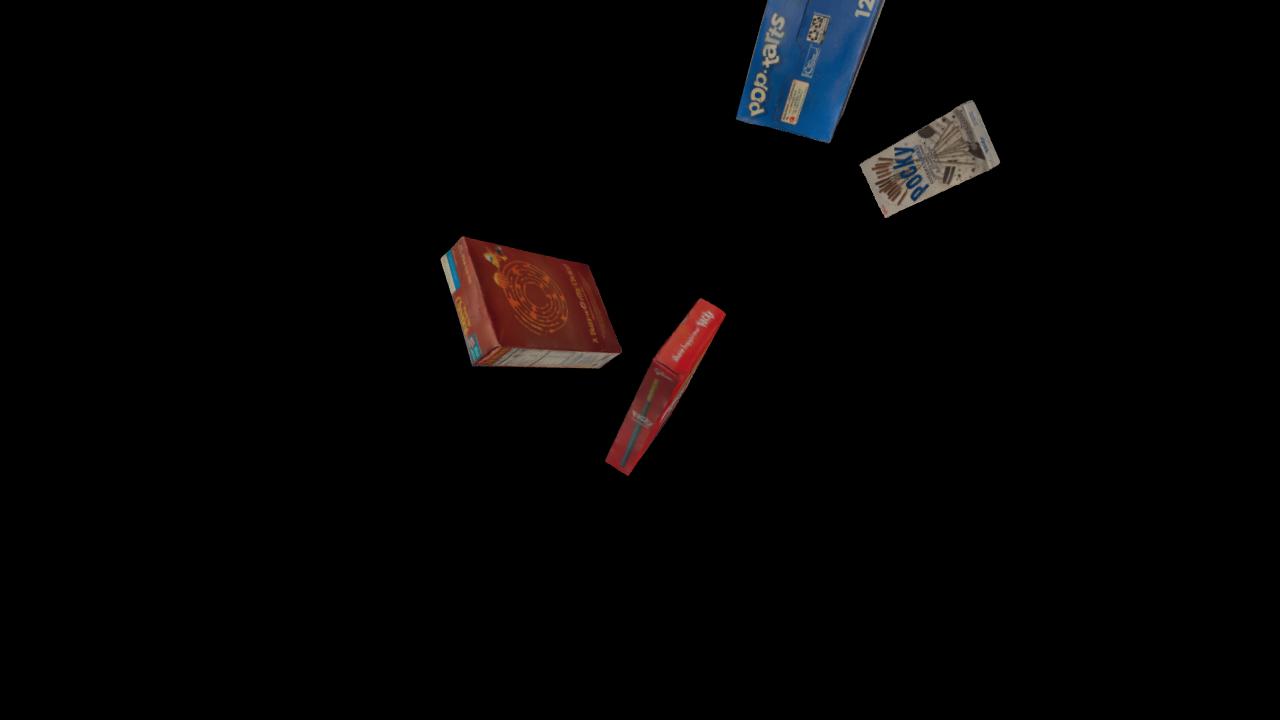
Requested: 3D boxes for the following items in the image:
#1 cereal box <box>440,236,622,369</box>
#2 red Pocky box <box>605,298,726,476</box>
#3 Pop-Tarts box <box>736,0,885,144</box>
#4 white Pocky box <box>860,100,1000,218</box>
[{"bbox_3d":[-0.181,-0.089,1.079,0.081,0.203,0.306,-33,-20,32],"label":"cereal box"},{"bbox_3d":[0.018,0.027,0.506,0.028,0.155,0.083,33,50,8],"label":"red Pocky box"},{"bbox_3d":[0.152,-0.282,0.504,0.083,0.167,0.141,21,35,11],"label":"Pop-Tarts box"},{"bbox_3d":[0.356,-0.245,0.768,0.028,0.084,0.154,-28,4,-30],"label":"white Pocky box"}]
